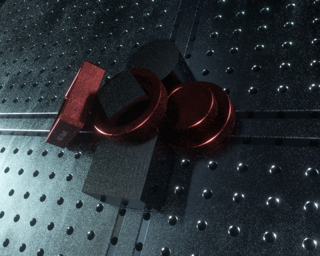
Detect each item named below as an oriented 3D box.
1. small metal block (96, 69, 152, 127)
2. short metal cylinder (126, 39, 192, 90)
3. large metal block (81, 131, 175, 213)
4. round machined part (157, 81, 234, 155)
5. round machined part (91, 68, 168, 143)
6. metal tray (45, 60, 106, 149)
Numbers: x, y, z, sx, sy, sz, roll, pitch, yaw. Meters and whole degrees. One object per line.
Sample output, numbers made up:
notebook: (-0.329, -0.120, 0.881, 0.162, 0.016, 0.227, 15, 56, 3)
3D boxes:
small metal block: (-0.043, -0.036, 0.374, 0.050, 0.025, 0.050, -36, 51, 4)
short metal cylinder: (-0.001, -0.078, 0.440, 0.080, 0.050, 0.080, -13, 56, 21)
large metal block: (-0.036, 0.051, 0.376, 0.080, 0.050, 0.080, 1, 62, 28)
round machined part: (0.039, -0.019, 0.387, 0.098, 0.042, 0.098, -13, 56, 21)
round machined part: (-0.034, -0.025, 0.393, 0.098, 0.042, 0.098, -13, 56, 21)
metal tray: (-0.123, -0.029, 0.441, 0.129, 0.030, 0.090, -31, 39, 58)
